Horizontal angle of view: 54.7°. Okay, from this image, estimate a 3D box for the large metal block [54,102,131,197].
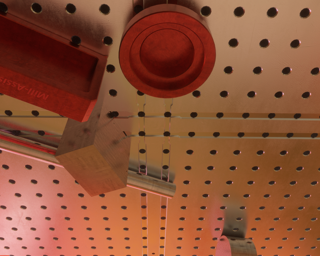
[{"bbox_3d":[-0.081,0.027,0.398,0.050,0.080,0.080,-18,128,14],"label":"large metal block"}]

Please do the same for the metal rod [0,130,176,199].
[{"bbox_3d":[-0.116,0.053,0.454,0.302,0.025,0.025,20,127,-17],"label":"metal rod"}]

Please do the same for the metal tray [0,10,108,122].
[{"bbox_3d":[-0.124,-0.065,0.311,0.131,0.090,0.030,21,127,-18],"label":"metal tray"}]

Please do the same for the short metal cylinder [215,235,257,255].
[{"bbox_3d":[0.144,0.250,0.591,0.050,0.080,0.079,10,130,-8],"label":"short metal cylinder"}]

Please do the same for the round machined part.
[{"bbox_3d":[0.007,-0.083,0.330,0.099,0.042,0.097,-1,130,0],"label":"round machined part"}]
